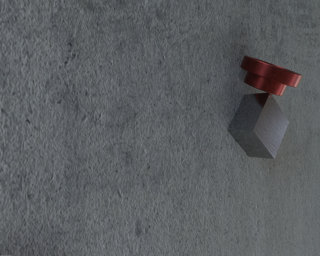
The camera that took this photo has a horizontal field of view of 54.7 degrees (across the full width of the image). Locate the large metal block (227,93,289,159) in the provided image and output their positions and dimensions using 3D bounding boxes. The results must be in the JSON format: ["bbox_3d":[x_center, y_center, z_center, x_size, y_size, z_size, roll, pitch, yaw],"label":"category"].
[{"bbox_3d":[0.172,-0.004,0.536,0.080,0.050,0.080,46,63,-31],"label":"large metal block"}]

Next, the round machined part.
[{"bbox_3d":[0.181,-0.085,0.519,0.099,0.098,0.042,2,115,-40],"label":"round machined part"}]
